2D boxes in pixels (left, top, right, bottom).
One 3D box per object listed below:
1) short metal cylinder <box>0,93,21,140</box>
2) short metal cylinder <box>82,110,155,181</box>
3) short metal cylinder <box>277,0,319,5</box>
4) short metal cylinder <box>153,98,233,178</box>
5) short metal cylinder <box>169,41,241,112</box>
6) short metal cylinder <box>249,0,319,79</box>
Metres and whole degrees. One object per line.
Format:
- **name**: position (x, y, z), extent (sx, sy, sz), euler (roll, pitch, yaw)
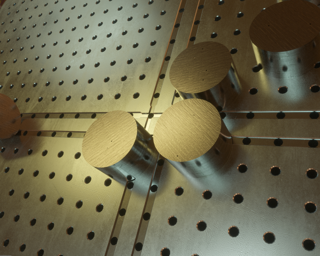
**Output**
- **short metal cylinder**: position (-0.292, -0.016, 0.536), extent (0.050, 0.080, 0.080), euler (-13, 56, 21)
- **short metal cylinder**: position (-0.054, 0.024, 0.406), extent (0.080, 0.050, 0.080), euler (-13, 56, 21)
- **short metal cylinder**: position (0.196, -0.209, 0.418), extent (0.080, 0.050, 0.080), euler (-13, 56, 21)
- **short metal cylinder**: position (0.039, 0.012, 0.364), extent (0.080, 0.050, 0.080), euler (-13, 56, 21)
- **short metal cylinder**: position (0.059, -0.064, 0.401), extent (0.080, 0.050, 0.080), euler (-13, 56, 21)
- **short metal cylinder**: position (0.154, -0.107, 0.377), extent (0.080, 0.050, 0.080), euler (-13, 56, 21)
